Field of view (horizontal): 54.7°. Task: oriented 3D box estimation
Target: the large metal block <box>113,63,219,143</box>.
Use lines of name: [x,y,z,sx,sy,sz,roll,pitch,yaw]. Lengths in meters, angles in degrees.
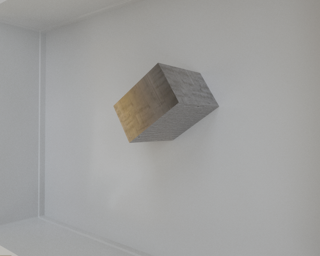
large metal block: [0.008,-0.026,0.363,0.080,0.081,0.050,-39,67,33]
